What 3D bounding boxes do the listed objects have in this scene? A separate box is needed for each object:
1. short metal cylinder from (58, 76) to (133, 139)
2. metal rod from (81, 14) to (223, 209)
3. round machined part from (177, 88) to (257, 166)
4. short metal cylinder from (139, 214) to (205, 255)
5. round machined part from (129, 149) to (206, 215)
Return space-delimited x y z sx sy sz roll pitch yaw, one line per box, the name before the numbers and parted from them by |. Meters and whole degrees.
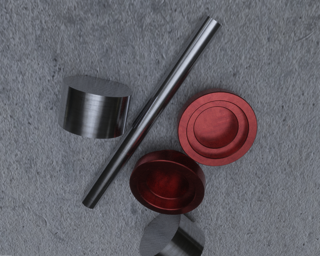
short metal cylinder | -0.077 -0.027 0.370 0.081 0.080 0.050 12 110 -5
metal rod | -0.020 -0.009 0.406 0.025 0.025 0.299 32 107 -12
round machined part | 0.070 -0.003 0.399 0.099 0.042 0.097 -1 109 -2
short metal cylinder | 0.017 0.162 0.440 0.080 0.080 0.050 -42 105 13
round machined part | 0.012 0.068 0.416 0.098 0.042 0.097 6 125 9
